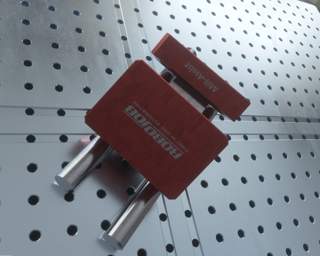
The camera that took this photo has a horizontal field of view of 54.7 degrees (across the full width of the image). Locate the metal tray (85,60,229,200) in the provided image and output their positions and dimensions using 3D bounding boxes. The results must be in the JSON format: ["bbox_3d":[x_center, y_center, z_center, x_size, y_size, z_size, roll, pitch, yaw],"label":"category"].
[{"bbox_3d":[-0.004,0.002,0.337,0.130,0.030,0.090,43,94,0],"label":"metal tray"}]

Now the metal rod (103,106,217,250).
[{"bbox_3d":[0.028,0.027,0.409,0.025,0.025,0.301,41,51,-1],"label":"metal rod"}]

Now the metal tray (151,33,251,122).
[{"bbox_3d":[0.051,-0.064,0.406,0.130,0.030,0.090,40,7,-2],"label":"metal tray"}]

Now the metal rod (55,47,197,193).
[{"bbox_3d":[-0.025,-0.032,0.416,0.025,0.025,0.301,40,51,-1],"label":"metal rod"}]

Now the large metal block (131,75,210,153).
[{"bbox_3d":[0.018,-0.021,0.396,0.050,0.080,0.080,41,51,-1],"label":"large metal block"}]
